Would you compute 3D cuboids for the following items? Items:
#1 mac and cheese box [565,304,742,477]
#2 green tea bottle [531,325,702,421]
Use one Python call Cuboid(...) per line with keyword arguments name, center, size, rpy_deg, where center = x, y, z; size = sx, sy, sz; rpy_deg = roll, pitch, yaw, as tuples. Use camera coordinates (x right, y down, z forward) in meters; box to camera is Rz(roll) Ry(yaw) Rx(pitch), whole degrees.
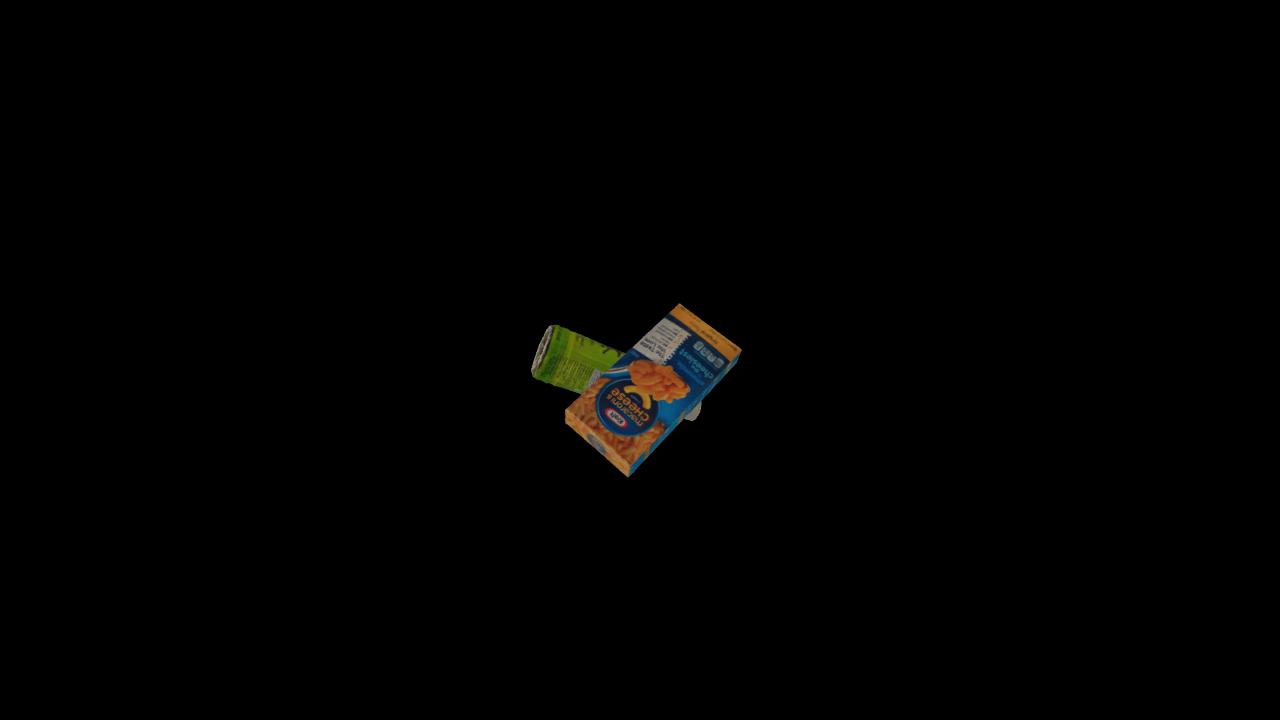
Cuboid(name="mac and cheese box", center=(0.016, 0.028, 0.661), size=(0.093, 0.184, 0.041), rpy_deg=(39, -25, 15))
Cuboid(name="green tea bottle", center=(-0.023, 0.026, 0.748), size=(0.212, 0.073, 0.073), rpy_deg=(24, -7, -16))
